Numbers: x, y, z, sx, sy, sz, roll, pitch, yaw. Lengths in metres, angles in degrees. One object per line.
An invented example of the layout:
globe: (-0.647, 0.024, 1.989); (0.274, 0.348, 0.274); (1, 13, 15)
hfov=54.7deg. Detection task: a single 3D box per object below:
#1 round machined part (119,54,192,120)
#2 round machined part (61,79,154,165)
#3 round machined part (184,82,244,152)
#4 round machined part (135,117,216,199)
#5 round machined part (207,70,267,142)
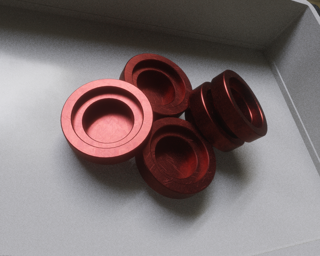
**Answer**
round machined part: (-0.009, -0.049, 0.417); (0.099, 0.042, 0.098); (14, 56, -21)
round machined part: (-0.058, -0.004, 0.351); (0.099, 0.042, 0.098); (2, 63, -4)
round machined part: (0.071, -0.011, 0.424); (0.098, 0.042, 0.098); (33, 40, -33)
round machined part: (0.015, 0.039, 0.376); (0.099, 0.042, 0.098); (14, 56, -21)
round machined part: (0.096, -0.025, 0.410); (0.098, 0.042, 0.098); (33, 41, -34)
